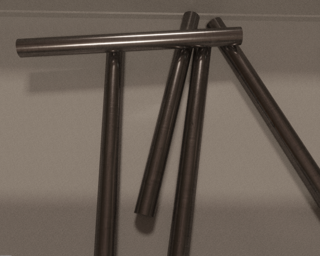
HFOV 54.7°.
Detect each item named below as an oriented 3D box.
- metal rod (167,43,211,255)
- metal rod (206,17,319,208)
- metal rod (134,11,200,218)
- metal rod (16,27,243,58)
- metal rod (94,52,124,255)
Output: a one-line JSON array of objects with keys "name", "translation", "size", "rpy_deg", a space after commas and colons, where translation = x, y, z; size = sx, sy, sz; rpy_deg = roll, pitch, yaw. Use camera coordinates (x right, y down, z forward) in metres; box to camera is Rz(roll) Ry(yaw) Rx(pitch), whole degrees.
[{"name": "metal rod", "translation": [0.041, 0.017, 0.403], "size": [0.025, 0.025, 0.299], "rpy_deg": [8, 70, 2]}, {"name": "metal rod", "translation": [0.145, -0.031, 0.422], "size": [0.025, 0.025, 0.299], "rpy_deg": [-24, 72, -9]}, {"name": "metal rod", "translation": [0.014, -0.032, 0.421], "size": [0.025, 0.025, 0.299], "rpy_deg": [12, 70, 4]}, {"name": "metal rod", "translation": [-0.039, -0.118, 0.424], "size": [0.302, 0.025, 0.025], "rpy_deg": [-4, 70, -2]}, {"name": "metal rod", "translation": [-0.064, 0.011, 0.404], "size": [0.025, 0.025, 0.299], "rpy_deg": [0, 70, -1]}]
